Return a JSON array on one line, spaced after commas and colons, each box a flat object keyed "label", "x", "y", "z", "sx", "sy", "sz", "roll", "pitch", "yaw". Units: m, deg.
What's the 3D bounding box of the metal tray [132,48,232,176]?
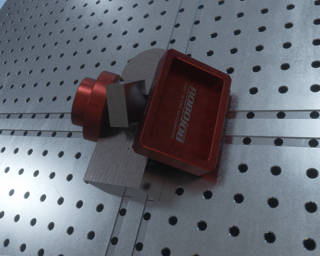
[{"label": "metal tray", "x": 0.030, "y": -0.020, "z": 0.365, "sx": 0.030, "sy": 0.091, "sz": 0.130, "roll": 139, "pitch": 150, "yaw": -62}]

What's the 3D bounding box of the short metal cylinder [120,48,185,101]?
[{"label": "short metal cylinder", "x": -0.008, "y": -0.064, "z": 0.435, "sx": 0.080, "sy": 0.050, "sz": 0.080, "roll": -13, "pitch": 56, "yaw": 21}]

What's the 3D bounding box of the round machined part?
[{"label": "round machined part", "x": -0.089, "y": -0.031, "z": 0.422, "sx": 0.042, "sy": 0.098, "sz": 0.098, "roll": 16, "pitch": 66, "yaw": -1}]

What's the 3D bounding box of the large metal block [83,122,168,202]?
[{"label": "large metal block", "x": -0.037, "y": 0.040, "z": 0.387, "sx": 0.080, "sy": 0.050, "sz": 0.080, "roll": 2, "pitch": 63, "yaw": 29}]

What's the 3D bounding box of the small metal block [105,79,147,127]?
[{"label": "small metal block", "x": -0.039, "y": -0.031, "z": 0.377, "sx": 0.025, "sy": 0.050, "sz": 0.050, "roll": 1, "pitch": 105, "yaw": 26}]
